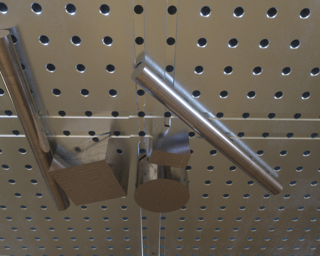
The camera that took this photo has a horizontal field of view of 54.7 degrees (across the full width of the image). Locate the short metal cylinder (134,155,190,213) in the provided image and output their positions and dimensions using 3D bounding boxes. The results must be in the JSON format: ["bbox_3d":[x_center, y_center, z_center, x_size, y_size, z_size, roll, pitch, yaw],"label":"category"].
[{"bbox_3d":[0.003,0.083,0.466,0.081,0.050,0.079,0,130,0],"label":"short metal cylinder"}]

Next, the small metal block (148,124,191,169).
[{"bbox_3d":[0.012,0.024,0.416,0.050,0.050,0.025,10,129,-9],"label":"small metal block"}]

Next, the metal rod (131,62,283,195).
[{"bbox_3d":[0.080,0.015,0.425,0.025,0.025,0.301,-37,122,27],"label":"metal rod"}]

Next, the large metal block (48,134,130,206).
[{"bbox_3d":[-0.098,0.062,0.447,0.080,0.050,0.080,-13,129,10],"label":"large metal block"}]

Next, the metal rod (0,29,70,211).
[{"bbox_3d":[-0.167,0.015,0.421,0.025,0.025,0.298,-2,130,1],"label":"metal rod"}]
